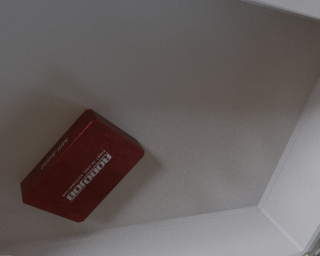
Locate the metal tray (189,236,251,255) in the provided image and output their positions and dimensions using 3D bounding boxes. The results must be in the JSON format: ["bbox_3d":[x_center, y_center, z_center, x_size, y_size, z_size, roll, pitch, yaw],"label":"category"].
[{"bbox_3d":[0.118,0.274,0.641,0.131,0.030,0.090,21,107,-36],"label":"metal tray"}]

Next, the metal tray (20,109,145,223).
[{"bbox_3d":[-0.094,0.051,0.385,0.130,0.030,0.090,-48,129,5],"label":"metal tray"}]

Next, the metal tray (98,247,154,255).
[{"bbox_3d":[-0.079,0.253,0.521,0.131,0.030,0.089,3,117,-30],"label":"metal tray"}]
